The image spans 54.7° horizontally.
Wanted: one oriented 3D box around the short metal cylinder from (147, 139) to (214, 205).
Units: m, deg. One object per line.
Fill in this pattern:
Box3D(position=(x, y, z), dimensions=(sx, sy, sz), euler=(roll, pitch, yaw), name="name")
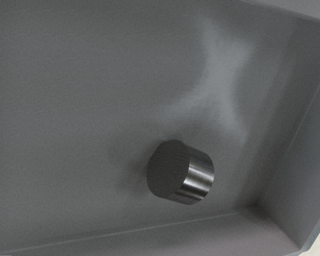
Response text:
Box3D(position=(0.027, 0.061, 0.428), dimensions=(0.050, 0.080, 0.080), euler=(26, 104, -37), name="short metal cylinder")
